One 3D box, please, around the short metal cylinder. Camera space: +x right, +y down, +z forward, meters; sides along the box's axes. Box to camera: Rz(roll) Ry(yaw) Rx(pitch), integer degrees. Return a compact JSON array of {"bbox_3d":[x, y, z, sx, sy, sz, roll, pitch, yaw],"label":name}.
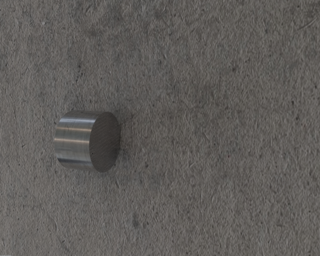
[{"bbox_3d":[-0.094,0.017,0.413,0.050,0.080,0.080,4,91,20],"label":"short metal cylinder"}]
